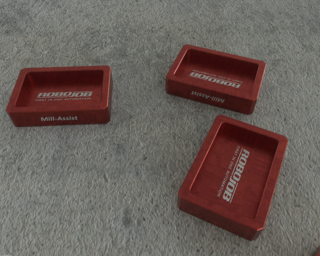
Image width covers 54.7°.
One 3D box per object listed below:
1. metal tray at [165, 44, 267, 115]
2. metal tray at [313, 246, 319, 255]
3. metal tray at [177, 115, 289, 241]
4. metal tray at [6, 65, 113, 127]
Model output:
[{"bbox_3d":[0.084,-0.076,0.463,0.130,0.030,0.090,16,52,13],"label":"metal tray"},{"bbox_3d":[0.152,0.169,0.258,0.090,0.030,0.131,37,59,26],"label":"metal tray"},{"bbox_3d":[0.086,0.050,0.358,0.090,0.030,0.130,21,53,16],"label":"metal tray"},{"bbox_3d":[-0.136,-0.047,0.437,0.131,0.030,0.090,-2,50,-2],"label":"metal tray"}]
